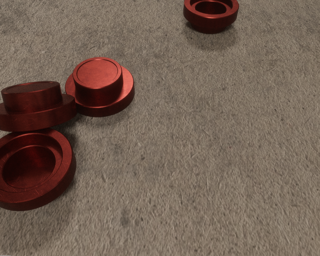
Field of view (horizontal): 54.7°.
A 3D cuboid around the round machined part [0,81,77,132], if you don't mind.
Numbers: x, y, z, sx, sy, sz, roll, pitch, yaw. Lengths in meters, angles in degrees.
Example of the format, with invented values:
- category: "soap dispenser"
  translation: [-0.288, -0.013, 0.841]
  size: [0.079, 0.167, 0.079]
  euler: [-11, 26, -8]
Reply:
- category: "round machined part"
  translation: [-0.158, -0.032, 0.389]
  size: [0.099, 0.042, 0.098]
  euler: [-3, 20, 1]

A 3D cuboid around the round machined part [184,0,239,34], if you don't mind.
- category: "round machined part"
  translation: [0.092, -0.210, 0.570]
  size: [0.099, 0.042, 0.098]
  euler: [0, 50, 0]

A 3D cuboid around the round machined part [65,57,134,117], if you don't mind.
- category: "round machined part"
  translation: [-0.087, -0.065, 0.446]
  size: [0.099, 0.042, 0.098]
  euler: [0, 50, 0]

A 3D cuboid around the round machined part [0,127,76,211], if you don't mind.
- category: "round machined part"
  translation: [-0.144, 0.049, 0.350]
  size: [0.099, 0.042, 0.098]
  euler: [0, 50, 0]
